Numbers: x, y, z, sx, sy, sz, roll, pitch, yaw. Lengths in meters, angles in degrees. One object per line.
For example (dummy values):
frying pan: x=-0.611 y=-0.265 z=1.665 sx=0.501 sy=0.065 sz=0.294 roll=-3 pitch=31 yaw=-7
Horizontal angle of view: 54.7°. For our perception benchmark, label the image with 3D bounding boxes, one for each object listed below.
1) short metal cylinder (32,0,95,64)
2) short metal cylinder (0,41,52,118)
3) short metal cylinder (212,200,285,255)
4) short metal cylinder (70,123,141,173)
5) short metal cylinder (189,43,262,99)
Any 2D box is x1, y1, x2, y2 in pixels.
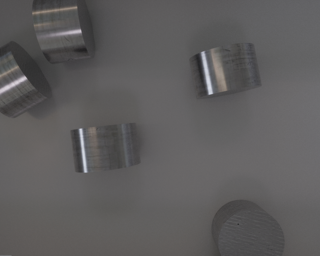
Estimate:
short metal cylinder: x=-0.116 y=-0.123 z=0.383 sx=0.050 sy=0.080 sz=0.080 roll=-8 pitch=90 yaw=0
short metal cylinder: x=-0.180 y=-0.059 z=0.382 sx=0.050 sy=0.080 sz=0.080 roll=-30 pitch=90 yaw=0
short metal cylinder: x=0.111 y=0.138 z=0.400 sx=0.081 sy=0.050 sz=0.080 roll=0 pitch=90 yaw=0
short metal cylinder: x=-0.067 y=0.023 z=0.383 sx=0.080 sy=0.080 sz=0.050 roll=-7 pitch=90 yaw=0
short metal cylinder: x=0.080 y=-0.068 z=0.384 sx=0.080 sy=0.080 sz=0.050 roll=-11 pitch=90 yaw=0
